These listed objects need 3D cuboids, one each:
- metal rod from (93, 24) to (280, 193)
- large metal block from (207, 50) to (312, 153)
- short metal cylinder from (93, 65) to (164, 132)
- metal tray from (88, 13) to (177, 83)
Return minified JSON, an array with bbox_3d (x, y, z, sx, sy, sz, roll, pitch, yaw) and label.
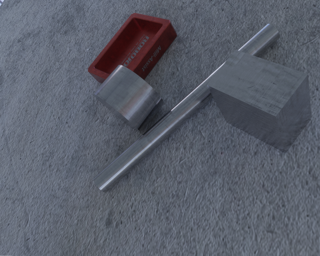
[{"bbox_3d":[0.035,-0.026,0.401,0.300,0.025,0.025,-42,51,-1],"label":"metal rod"},{"bbox_3d":[0.107,-0.028,0.329,0.080,0.080,0.050,33,80,38],"label":"large metal block"},{"bbox_3d":[-0.042,-0.038,0.414,0.080,0.080,0.050,33,81,38],"label":"short metal cylinder"},{"bbox_3d":[-0.045,-0.122,0.498,0.090,0.030,0.130,27,76,37],"label":"metal tray"}]
